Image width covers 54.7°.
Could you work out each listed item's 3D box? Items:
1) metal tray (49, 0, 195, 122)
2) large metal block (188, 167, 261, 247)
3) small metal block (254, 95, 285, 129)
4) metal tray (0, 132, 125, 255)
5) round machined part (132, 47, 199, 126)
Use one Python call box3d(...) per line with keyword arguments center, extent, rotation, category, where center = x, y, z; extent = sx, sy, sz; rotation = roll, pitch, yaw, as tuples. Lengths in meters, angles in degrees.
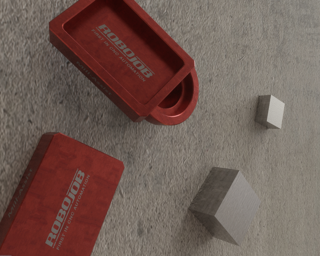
box3d(center=(-0.038, -0.081, 0.329), extent=(0.130, 0.030, 0.090), rotation=(44, 69, -5), category="metal tray")
box3d(center=(0.101, 0.118, 0.473), extent=(0.080, 0.050, 0.080), rotation=(52, 60, -28), category="large metal block")
box3d(center=(0.205, -0.029, 0.576), extent=(0.050, 0.025, 0.050), rotation=(21, 77, -38), category="small metal block")
box3d(center=(-0.100, 0.080, 0.318), extent=(0.090, 0.030, 0.130), rotation=(32, 70, -36), category="metal tray")
box3d(center=(0.001, -0.052, 0.394), extent=(0.099, 0.042, 0.097), rotation=(0, 90, -40), category="round machined part")
